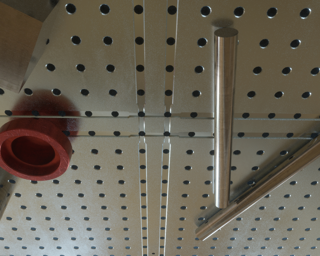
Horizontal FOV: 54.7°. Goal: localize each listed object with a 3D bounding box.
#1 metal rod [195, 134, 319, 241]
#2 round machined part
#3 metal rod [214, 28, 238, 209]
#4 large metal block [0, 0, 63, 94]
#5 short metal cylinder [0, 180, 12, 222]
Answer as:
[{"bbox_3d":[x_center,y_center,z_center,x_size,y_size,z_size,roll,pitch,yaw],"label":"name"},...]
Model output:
[{"bbox_3d":[0.158,0.104,0.502,0.025,0.025,0.298,26,125,-21],"label":"metal rod"},{"bbox_3d":[-0.168,0.024,0.418,0.099,0.042,0.097,-1,130,0],"label":"round machined part"},{"bbox_3d":[0.087,0.012,0.423,0.025,0.025,0.298,-5,130,4],"label":"metal rod"},{"bbox_3d":[-0.136,-0.094,0.294,0.050,0.080,0.080,24,126,-19],"label":"large metal block"},{"bbox_3d":[-0.287,0.118,0.492,0.081,0.050,0.079,0,130,0],"label":"short metal cylinder"}]
